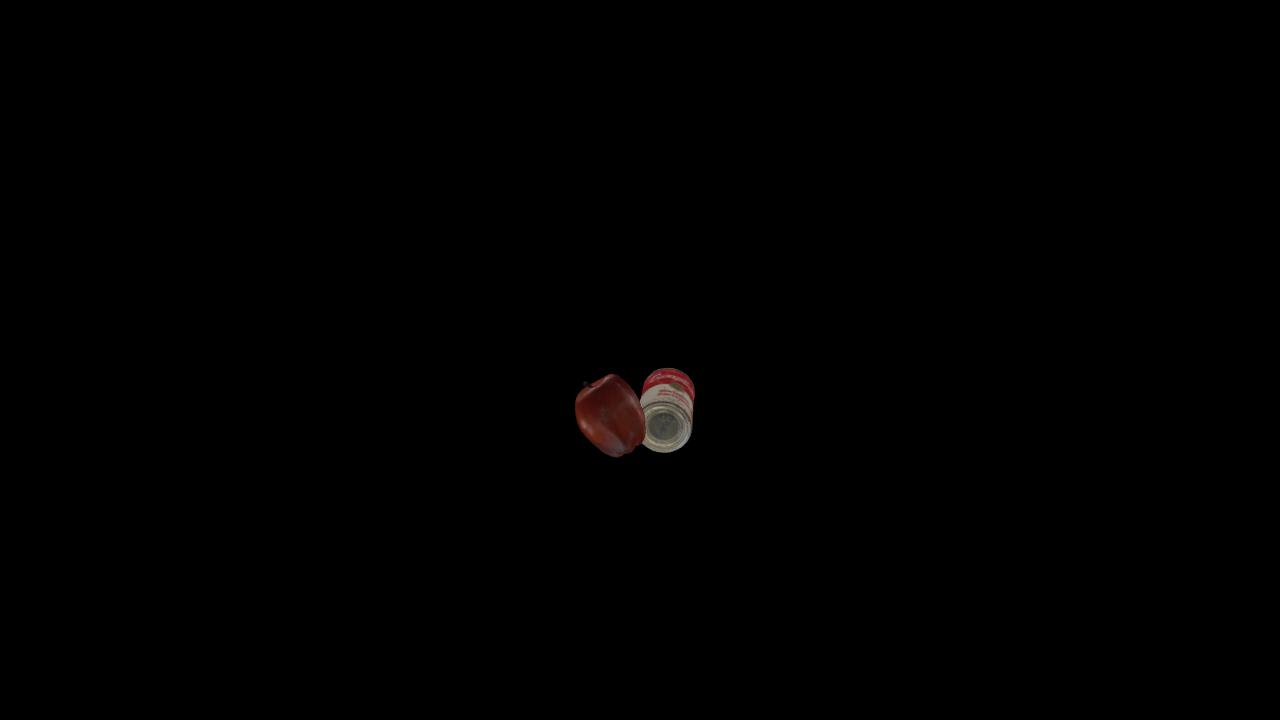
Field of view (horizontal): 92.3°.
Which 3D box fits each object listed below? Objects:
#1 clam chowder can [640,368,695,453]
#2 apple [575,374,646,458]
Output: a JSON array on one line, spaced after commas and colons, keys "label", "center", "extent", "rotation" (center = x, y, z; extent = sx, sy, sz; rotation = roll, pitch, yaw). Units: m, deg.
[{"label": "clam chowder can", "center": [0.031, 0.059, 0.745], "extent": [0.068, 0.068, 0.102], "rotation": [0, 22, 7]}, {"label": "apple", "center": [-0.034, 0.061, 0.692], "extent": [0.079, 0.093, 0.079], "rotation": [-34, 1, 1]}]
